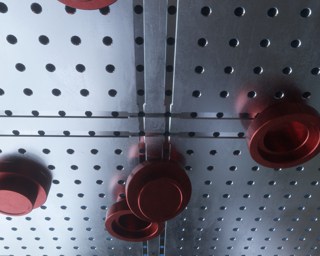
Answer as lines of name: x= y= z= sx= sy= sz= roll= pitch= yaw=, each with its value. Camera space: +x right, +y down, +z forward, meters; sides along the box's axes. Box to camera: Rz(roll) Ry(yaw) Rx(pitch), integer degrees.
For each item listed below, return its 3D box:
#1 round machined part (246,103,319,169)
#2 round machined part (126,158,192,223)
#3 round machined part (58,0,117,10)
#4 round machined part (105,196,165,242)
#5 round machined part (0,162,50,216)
round machined part: x=0.163 y=0.006 z=0.408 sx=0.099 sy=0.042 sz=0.097 roll=-1 pitch=130 yaw=0
round machined part: x=0.000 y=0.097 z=0.457 sx=0.099 sy=0.042 sz=0.097 roll=-3 pitch=105 yaw=-10
round machined part: x=-0.069 y=-0.151 z=0.270 sx=0.099 sy=0.042 sz=0.097 roll=-1 pitch=130 yaw=0
round machined part: x=-0.042 y=0.150 z=0.528 sx=0.099 sy=0.042 sz=0.097 roll=-1 pitch=130 yaw=0
round machined part: x=-0.228 y=0.101 z=0.483 sx=0.099 sy=0.042 sz=0.097 roll=-1 pitch=130 yaw=0
